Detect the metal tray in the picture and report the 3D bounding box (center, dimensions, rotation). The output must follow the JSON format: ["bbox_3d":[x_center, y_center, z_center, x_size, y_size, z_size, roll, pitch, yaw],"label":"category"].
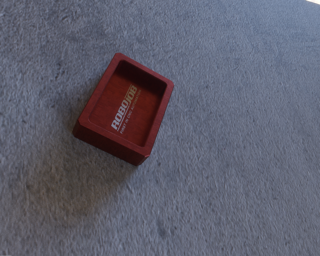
[{"bbox_3d":[-0.041,-0.027,0.394,0.090,0.030,0.130,27,52,-11],"label":"metal tray"}]
